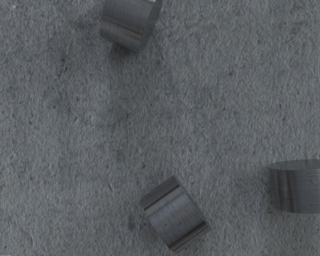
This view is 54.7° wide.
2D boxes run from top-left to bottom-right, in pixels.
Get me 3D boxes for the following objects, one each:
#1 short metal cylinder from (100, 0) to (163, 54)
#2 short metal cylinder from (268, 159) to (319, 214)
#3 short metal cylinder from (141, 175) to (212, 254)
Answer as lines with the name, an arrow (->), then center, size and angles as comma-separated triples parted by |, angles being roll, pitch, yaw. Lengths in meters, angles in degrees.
short metal cylinder -> -0.034, -0.139, 0.382 | 0.050, 0.080, 0.080 | 23, 90, -1
short metal cylinder -> 0.180, 0.070, 0.385 | 0.081, 0.080, 0.050 | -6, 90, 0
short metal cylinder -> 0.020, 0.105, 0.383 | 0.050, 0.080, 0.080 | -35, 90, 0
